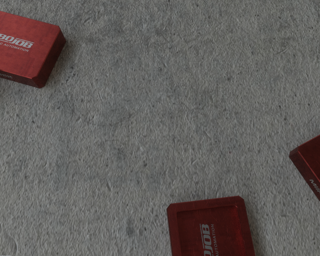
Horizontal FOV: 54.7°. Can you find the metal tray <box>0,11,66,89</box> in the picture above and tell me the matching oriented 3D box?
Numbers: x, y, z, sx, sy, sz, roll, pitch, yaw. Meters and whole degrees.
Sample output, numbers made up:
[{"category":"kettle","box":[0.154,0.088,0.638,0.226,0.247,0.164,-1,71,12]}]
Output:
[{"category":"metal tray","box":[-0.216,-0.117,0.447,0.131,0.030,0.090,16,71,5]}]

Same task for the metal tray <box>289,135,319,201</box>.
[{"category":"metal tray","box":[0.238,0.063,0.384,0.090,0.030,0.130,-26,72,-10]}]

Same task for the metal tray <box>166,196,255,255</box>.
[{"category":"metal tray","box":[0.060,0.148,0.351,0.091,0.030,0.130,-6,70,-3]}]
